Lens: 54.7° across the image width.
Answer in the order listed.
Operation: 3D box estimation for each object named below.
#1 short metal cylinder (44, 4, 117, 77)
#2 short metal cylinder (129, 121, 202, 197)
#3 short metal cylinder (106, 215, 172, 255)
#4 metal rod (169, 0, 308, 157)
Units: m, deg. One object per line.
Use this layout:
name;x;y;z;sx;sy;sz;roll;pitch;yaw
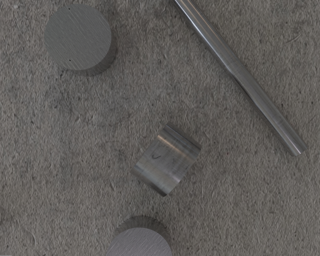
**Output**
short metal cylinder;-0.099;-0.109;0.396;0.081;0.050;0.079;0;90;0
short metal cylinder;0.007;0.038;0.382;0.050;0.080;0.080;37;90;0
short metal cylinder;-0.025;0.159;0.397;0.081;0.050;0.079;0;90;0
metal rod;0.092;-0.087;0.410;0.025;0.025;0.300;-38;90;0
